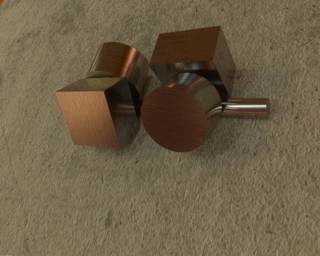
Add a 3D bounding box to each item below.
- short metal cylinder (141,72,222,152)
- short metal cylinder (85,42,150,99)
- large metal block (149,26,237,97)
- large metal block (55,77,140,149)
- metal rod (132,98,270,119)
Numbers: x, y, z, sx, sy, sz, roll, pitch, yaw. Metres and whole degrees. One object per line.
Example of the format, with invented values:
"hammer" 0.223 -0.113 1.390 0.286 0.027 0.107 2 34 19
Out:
"short metal cylinder" 0.025 -0.019 0.360 0.080 0.080 0.050 2 28 29
"short metal cylinder" -0.061 -0.078 0.449 0.080 0.080 0.050 4 64 30
"large metal block" 0.045 -0.077 0.393 0.080 0.080 0.050 2 63 29
"large metal block" -0.082 -0.021 0.418 0.080 0.080 0.050 3 29 29
"metal rod" -0.007 -0.028 0.428 0.300 0.025 0.025 3 63 29
